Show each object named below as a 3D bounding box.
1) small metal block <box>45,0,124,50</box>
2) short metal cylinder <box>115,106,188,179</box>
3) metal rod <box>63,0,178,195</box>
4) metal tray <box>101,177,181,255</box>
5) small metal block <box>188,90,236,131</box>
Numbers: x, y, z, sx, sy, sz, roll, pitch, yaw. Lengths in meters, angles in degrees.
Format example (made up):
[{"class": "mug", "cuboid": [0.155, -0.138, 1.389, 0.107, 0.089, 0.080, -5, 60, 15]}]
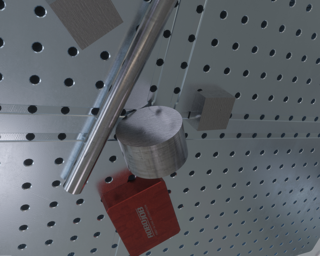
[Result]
[{"class": "small metal block", "cuboid": [-0.072, -0.113, 0.301, 0.050, 0.025, 0.050, -36, 129, -4]}, {"class": "short metal cylinder", "cuboid": [-0.009, 0.016, 0.380, 0.081, 0.080, 0.050, -24, 127, -14]}, {"class": "metal rod", "cuboid": [-0.043, -0.049, 0.357, 0.025, 0.025, 0.298, 17, 109, -35]}, {"class": "metal tray", "cuboid": [-0.025, 0.135, 0.478, 0.091, 0.030, 0.129, -26, 128, -13]}, {"class": "small metal block", "cuboid": [0.073, -0.025, 0.435, 0.050, 0.025, 0.050, -3, 120, -27]}]
